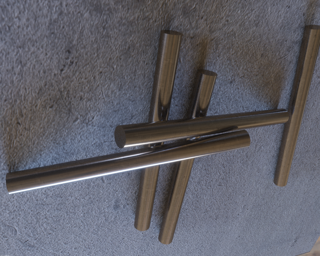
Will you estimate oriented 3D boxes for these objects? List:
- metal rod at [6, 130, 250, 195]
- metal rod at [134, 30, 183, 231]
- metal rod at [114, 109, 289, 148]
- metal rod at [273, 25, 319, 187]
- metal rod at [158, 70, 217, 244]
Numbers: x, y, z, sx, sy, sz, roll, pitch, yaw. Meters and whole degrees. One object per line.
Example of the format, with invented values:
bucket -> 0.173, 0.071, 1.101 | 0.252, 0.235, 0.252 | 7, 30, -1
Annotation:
metal rod -> -0.027, 0.039, 0.389 | 0.302, 0.025, 0.025 | -10, 123, -14
metal rod -> -0.008, 0.023, 0.418 | 0.025, 0.025, 0.298 | -6, 121, -26
metal rod -> 0.079, -0.005, 0.418 | 0.303, 0.025, 0.025 | -7, 122, -36
metal rod -> 0.227, -0.019, 0.521 | 0.025, 0.025, 0.298 | -17, 125, -19
metal rod -> 0.035, 0.059, 0.464 | 0.025, 0.025, 0.298 | -4, 120, -27
